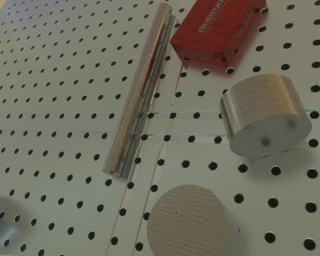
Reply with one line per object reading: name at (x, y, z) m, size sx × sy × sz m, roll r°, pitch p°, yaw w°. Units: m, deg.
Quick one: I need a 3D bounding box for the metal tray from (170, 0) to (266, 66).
metal tray at (0.085, -0.159, 0.458) m, size 0.090 × 0.030 × 0.130 m, roll 22°, pitch 73°, yaw 36°

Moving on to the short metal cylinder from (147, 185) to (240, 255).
short metal cylinder at (0.034, 0.103, 0.311) m, size 0.080 × 0.050 × 0.080 m, roll -13°, pitch 56°, yaw 21°

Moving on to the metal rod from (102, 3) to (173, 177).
metal rod at (-0.027, -0.072, 0.467) m, size 0.025 × 0.025 × 0.300 m, roll 1°, pitch 62°, yaw 29°

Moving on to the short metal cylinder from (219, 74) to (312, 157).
short metal cylinder at (0.107, -0.011, 0.323) m, size 0.080 × 0.080 × 0.050 m, roll -19°, pitch 54°, yaw 17°
